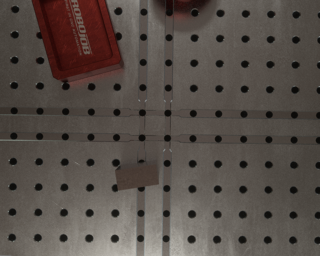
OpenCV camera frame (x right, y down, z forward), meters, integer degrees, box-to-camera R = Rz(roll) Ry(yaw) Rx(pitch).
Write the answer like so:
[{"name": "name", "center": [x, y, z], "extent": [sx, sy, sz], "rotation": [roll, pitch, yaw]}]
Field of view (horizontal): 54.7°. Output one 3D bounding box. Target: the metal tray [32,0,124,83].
[{"name": "metal tray", "center": [-0.109, -0.134, 0.409], "extent": [0.091, 0.030, 0.129], "rotation": [-15, 90, -1]}]

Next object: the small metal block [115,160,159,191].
[{"name": "small metal block", "center": [-0.028, 0.060, 0.401], "extent": [0.050, 0.050, 0.025], "rotation": [-9, 90, 0]}]
